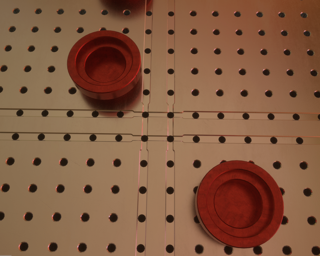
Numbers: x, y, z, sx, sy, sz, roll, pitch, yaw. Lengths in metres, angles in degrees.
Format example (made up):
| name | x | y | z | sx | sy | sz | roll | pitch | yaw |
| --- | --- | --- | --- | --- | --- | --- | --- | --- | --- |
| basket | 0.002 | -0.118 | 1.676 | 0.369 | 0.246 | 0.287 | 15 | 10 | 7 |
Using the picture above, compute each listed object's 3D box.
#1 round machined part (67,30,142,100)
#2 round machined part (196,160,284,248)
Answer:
| name | x | y | z | sx | sy | sz | roll | pitch | yaw |
| --- | --- | --- | --- | --- | --- | --- | --- | --- | --- |
| round machined part | -0.075 | -0.083 | 0.433 | 0.099 | 0.042 | 0.098 | 0 | 70 | 0 |
| round machined part | 0.091 | 0.091 | 0.370 | 0.099 | 0.042 | 0.098 | 0 | 70 | 0 |
